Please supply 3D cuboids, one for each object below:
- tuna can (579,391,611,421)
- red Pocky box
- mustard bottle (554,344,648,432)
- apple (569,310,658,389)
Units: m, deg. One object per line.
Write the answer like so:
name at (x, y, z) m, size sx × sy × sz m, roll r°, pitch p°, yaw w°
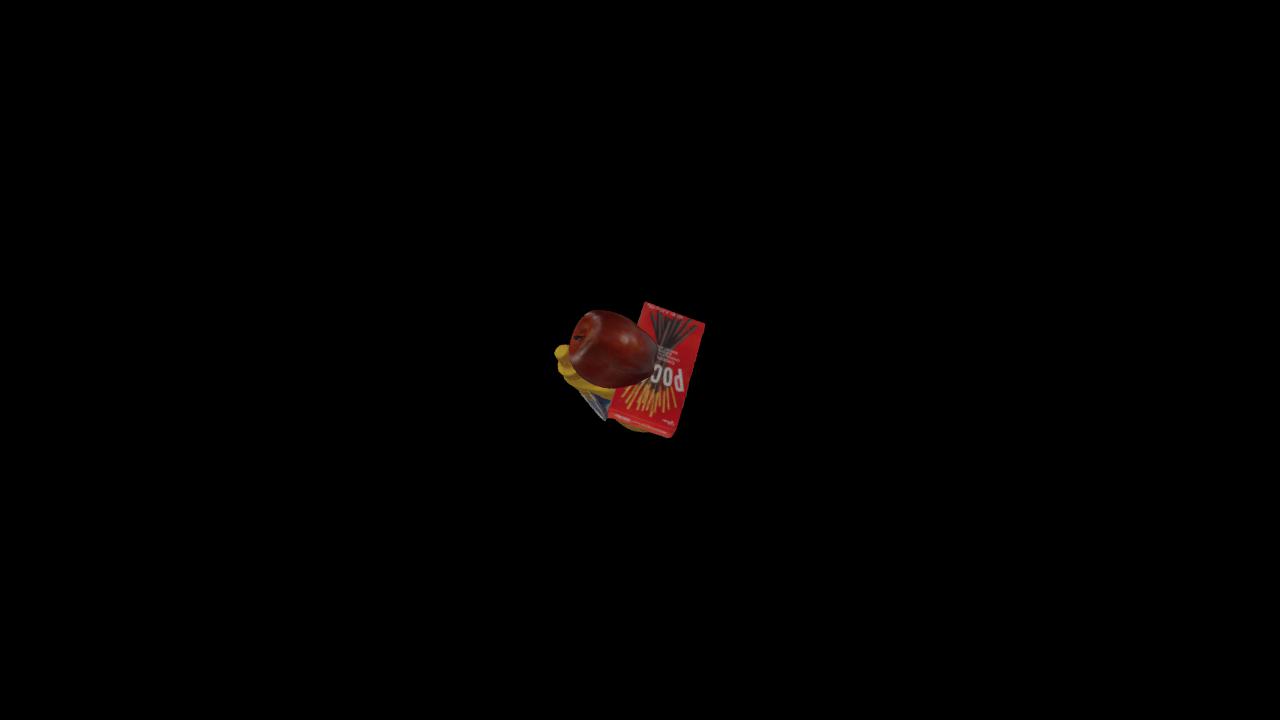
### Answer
tuna can at (-0.055, 0.032, 0.755) m, size 0.034 × 0.084 × 0.084 m, roll -36°, pitch 8°, yaw -12°
red Pocky box at (0.022, 0.009, 0.738) m, size 0.083 × 0.155 × 0.028 m, roll 20°, pitch -27°, yaw -4°
mustard bottle at (-0.044, 0.030, 0.754) m, size 0.092 × 0.054 × 0.184 m, roll 26°, pitch -11°, yaw 41°
apple at (-0.030, -0.010, 0.638) m, size 0.093 × 0.079 × 0.079 m, roll 23°, pitch -11°, yaw -29°
